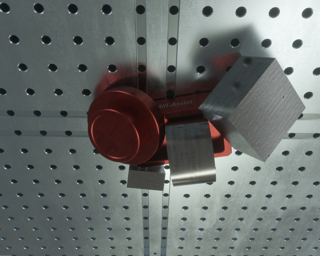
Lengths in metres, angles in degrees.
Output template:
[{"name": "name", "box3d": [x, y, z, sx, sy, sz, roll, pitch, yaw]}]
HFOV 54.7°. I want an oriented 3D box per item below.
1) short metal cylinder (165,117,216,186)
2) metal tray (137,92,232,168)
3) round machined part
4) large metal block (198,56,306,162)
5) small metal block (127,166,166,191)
[{"name": "short metal cylinder", "box3d": [0.037, 0.029, 0.379, 0.050, 0.080, 0.080, -7, 130, 5]}, {"name": "metal tray", "box3d": [0.025, 0.004, 0.409, 0.131, 0.030, 0.090, -9, 130, 7]}, {"name": "round machined part", "box3d": [-0.047, 0.002, 0.372, 0.098, 0.042, 0.097, 10, 117, 20]}, {"name": "large metal block", "box3d": [0.104, -0.022, 0.347, 0.080, 0.050, 0.080, -51, 121, -8]}, {"name": "small metal block", "box3d": [-0.020, 0.069, 0.446, 0.050, 0.050, 0.025, 6, 96, -5]}]
